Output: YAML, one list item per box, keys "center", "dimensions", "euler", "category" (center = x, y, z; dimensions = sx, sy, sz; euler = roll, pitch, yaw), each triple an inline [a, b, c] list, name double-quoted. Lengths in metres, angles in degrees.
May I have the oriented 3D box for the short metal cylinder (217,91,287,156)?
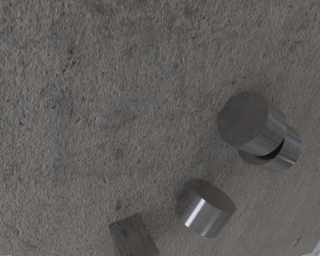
- center: [0.129, -0.005, 0.438]
  dimensions: [0.050, 0.080, 0.080]
  euler: [26, 104, -37]
  category: "short metal cylinder"

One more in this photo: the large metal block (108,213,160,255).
- center: [-0.036, 0.193, 0.471]
  dimensions: [0.050, 0.080, 0.079]
  euler: [-18, 126, -18]
  category: "large metal block"

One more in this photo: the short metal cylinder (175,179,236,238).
- center: [0.071, 0.125, 0.487]
  dimensions: [0.080, 0.080, 0.050]
  euler: [19, 109, -36]
  category: "short metal cylinder"

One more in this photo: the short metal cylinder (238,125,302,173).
- center: [0.167, 0.024, 0.477]
  dimensions: [0.050, 0.080, 0.080]
  euler: [22, 106, -37]
  category: "short metal cylinder"
